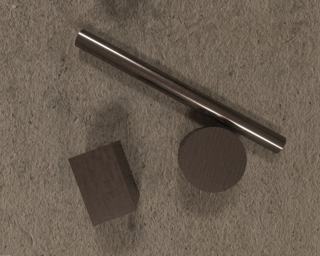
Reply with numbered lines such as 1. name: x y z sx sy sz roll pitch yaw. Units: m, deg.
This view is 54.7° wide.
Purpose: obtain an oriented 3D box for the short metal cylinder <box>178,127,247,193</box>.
1. short metal cylinder: 0.065 0.038 0.398 0.081 0.050 0.079 0 90 -1

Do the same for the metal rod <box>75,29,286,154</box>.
1. metal rod: 0.027 -0.048 0.410 0.301 0.025 0.025 28 90 -1

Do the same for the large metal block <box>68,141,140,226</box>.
1. large metal block: -0.064 0.063 0.382 0.050 0.080 0.080 -20 90 0
